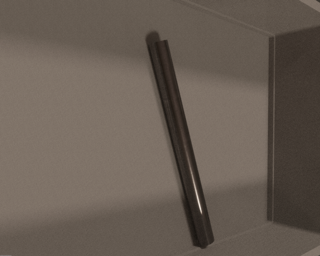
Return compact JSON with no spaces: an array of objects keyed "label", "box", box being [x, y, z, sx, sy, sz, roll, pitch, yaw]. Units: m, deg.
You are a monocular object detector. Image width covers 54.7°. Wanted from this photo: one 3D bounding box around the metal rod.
[{"label":"metal rod","box":[0.034,0.029,0.437,0.025,0.025,0.298,-24,105,-38]}]
